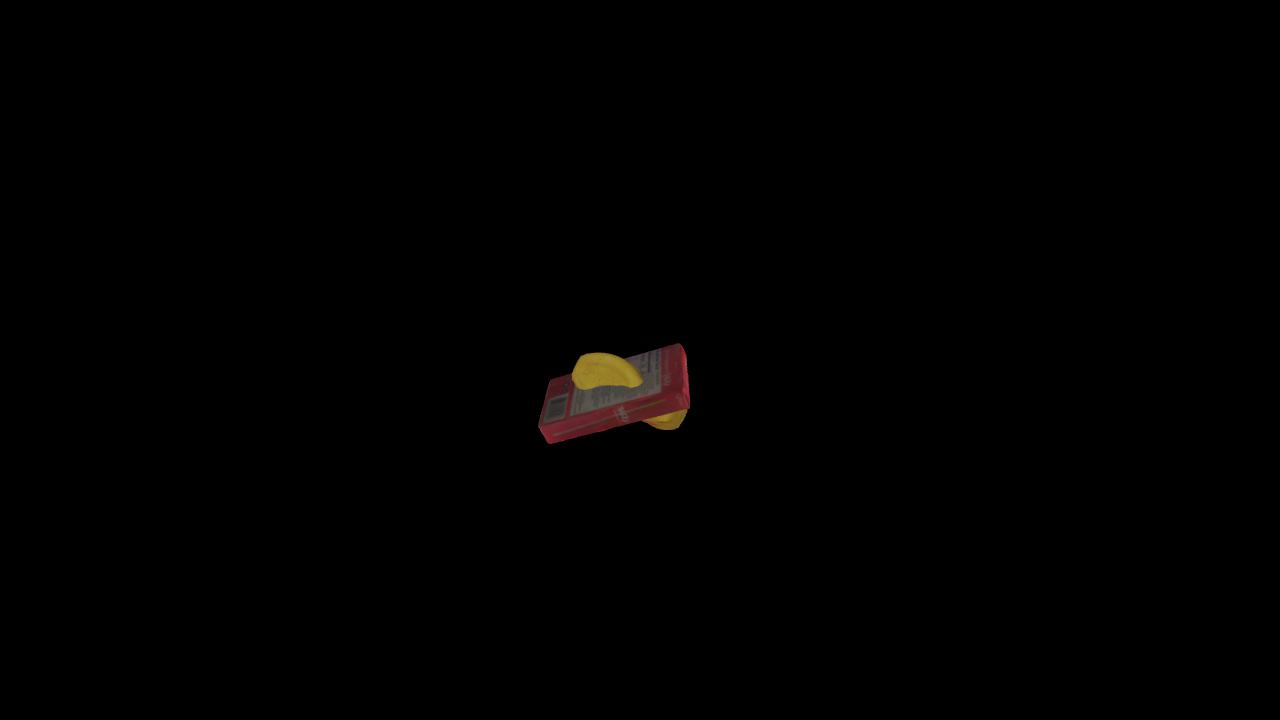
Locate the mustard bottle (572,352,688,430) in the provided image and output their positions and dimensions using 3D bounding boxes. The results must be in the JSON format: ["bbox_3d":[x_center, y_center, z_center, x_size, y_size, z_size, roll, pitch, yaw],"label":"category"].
[{"bbox_3d":[0.006,0.045,0.706,0.092,0.054,0.184,16,-9,33],"label":"mustard bottle"}]

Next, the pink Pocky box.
[{"bbox_3d":[-0.025,0.034,0.639,0.155,0.029,0.084,-16,32,12],"label":"pink Pocky box"}]
